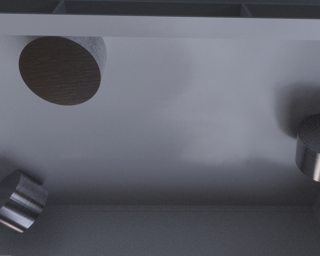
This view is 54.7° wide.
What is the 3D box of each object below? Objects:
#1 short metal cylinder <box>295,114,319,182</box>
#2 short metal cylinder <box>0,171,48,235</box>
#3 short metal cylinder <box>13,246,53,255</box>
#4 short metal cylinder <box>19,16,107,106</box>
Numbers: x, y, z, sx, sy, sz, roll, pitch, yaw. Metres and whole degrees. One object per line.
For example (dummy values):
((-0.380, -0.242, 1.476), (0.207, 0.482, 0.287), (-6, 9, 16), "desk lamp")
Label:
((0.219, 0.025, 0.398), (0.080, 0.080, 0.050), (-10, 130, 7), "short metal cylinder")
((-0.216, 0.111, 0.465), (0.080, 0.080, 0.050), (-30, 124, 22), "short metal cylinder")
((-0.266, 0.285, 0.634), (0.081, 0.050, 0.079), (0, 130, 0), "short metal cylinder")
((-0.100, -0.071, 0.331), (0.081, 0.050, 0.079), (0, 130, 0), "short metal cylinder")
